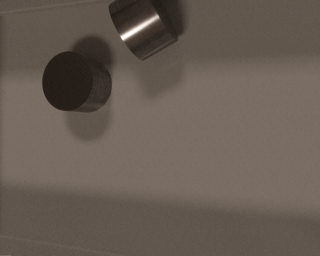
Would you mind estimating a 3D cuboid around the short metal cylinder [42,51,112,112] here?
[{"bbox_3d":[-0.116,-0.063,0.437,0.080,0.050,0.079,0,90,19],"label":"short metal cylinder"}]

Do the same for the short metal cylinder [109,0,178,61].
[{"bbox_3d":[-0.019,-0.132,0.387,0.050,0.080,0.080,-26,82,18],"label":"short metal cylinder"}]
